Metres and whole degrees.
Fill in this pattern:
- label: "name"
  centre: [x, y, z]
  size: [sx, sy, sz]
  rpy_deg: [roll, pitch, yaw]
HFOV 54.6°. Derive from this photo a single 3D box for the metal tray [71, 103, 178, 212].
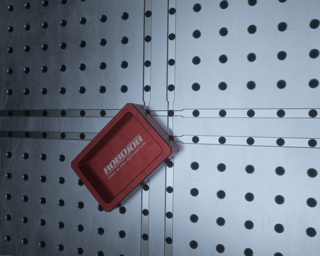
- label: "metal tray"
  centre: [-0.051, 0.040, 0.428]
  size: [0.130, 0.030, 0.090]
  rpy_deg: [-45, 76, 14]
